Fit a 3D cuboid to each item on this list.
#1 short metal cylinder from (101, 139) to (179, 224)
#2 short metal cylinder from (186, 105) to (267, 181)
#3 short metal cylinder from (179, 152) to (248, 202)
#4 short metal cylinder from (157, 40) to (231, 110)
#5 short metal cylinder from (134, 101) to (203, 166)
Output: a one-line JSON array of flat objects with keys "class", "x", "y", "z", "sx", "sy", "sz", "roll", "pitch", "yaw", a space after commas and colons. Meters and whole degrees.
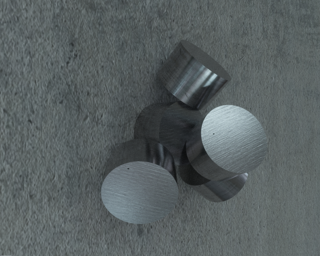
[{"class": "short metal cylinder", "x": -0.021, "y": 0.059, "z": 0.345, "sx": 0.081, "sy": 0.050, "sz": 0.079, "roll": -1, "pitch": 115, "yaw": -1}, {"class": "short metal cylinder", "x": 0.077, "y": 0.019, "z": 0.368, "sx": 0.081, "sy": 0.050, "sz": 0.080, "roll": 5, "pitch": 69, "yaw": -14}, {"class": "short metal cylinder", "x": 0.074, "y": 0.056, "z": 0.432, "sx": 0.050, "sy": 0.080, "sz": 0.080, "roll": 42, "pitch": 64, "yaw": -32}, {"class": "short metal cylinder", "x": 0.044, "y": -0.068, "z": 0.399, "sx": 0.080, "sy": 0.080, "sz": 0.050, "roll": 17, "pitch": 122, "yaw": -39}, {"class": "short metal cylinder", "x": 0.013, "y": 0.006, "z": 0.401, "sx": 0.081, "sy": 0.050, "sz": 0.080, "roll": 0, "pitch": 89, "yaw": -40}]
